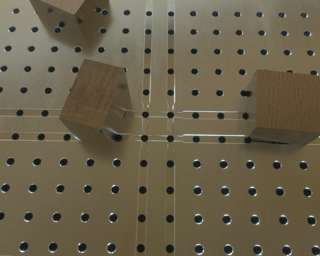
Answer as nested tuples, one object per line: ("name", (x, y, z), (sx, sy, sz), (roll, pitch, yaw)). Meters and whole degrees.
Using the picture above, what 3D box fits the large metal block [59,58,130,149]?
("large metal block", (-0.077, -0.027, 0.392), (0.050, 0.080, 0.080), (15, 71, 5))

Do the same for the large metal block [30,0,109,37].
("large metal block", (-0.136, -0.198, 0.470), (0.080, 0.050, 0.080), (25, 72, 9))

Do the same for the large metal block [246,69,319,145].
("large metal block", (0.161, -0.026, 0.409), (0.080, 0.050, 0.080), (6, 70, 2))
